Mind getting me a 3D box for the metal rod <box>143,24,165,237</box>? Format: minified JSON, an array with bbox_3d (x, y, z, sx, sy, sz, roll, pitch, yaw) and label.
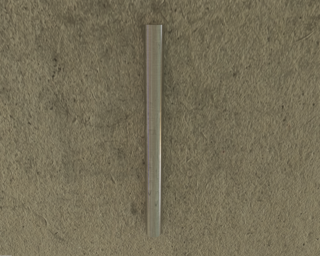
[{"bbox_3d":[-0.008,0.017,0.417,0.025,0.025,0.298,0,110,-1],"label":"metal rod"}]
